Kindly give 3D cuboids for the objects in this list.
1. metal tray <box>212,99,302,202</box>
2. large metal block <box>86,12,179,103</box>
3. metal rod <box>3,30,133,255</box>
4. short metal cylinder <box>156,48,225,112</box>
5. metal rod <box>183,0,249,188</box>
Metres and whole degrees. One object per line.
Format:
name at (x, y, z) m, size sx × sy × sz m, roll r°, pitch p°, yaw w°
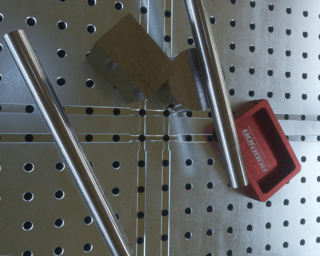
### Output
metal tray at (0.147, 0.033, 0.466) m, size 0.090 × 0.030 × 0.130 m, roll -34°, pitch 101°, yaw -17°
large metal block at (-0.036, -0.078, 0.370) m, size 0.080 × 0.080 × 0.050 m, roll 47°, pitch 76°, yaw -14°
metal rod at (-0.106, 0.029, 0.374) m, size 0.025 × 0.025 × 0.299 m, roll -27°, pitch 99°, yaw -18°
short metal cylinder at (0.039, -0.062, 0.415) m, size 0.081 × 0.050 × 0.079 m, roll 0°, pitch 90°, yaw -20°
metal rod at (0.064, -0.071, 0.383) m, size 0.025 × 0.025 × 0.298 m, roll -17°, pitch 96°, yaw -20°
